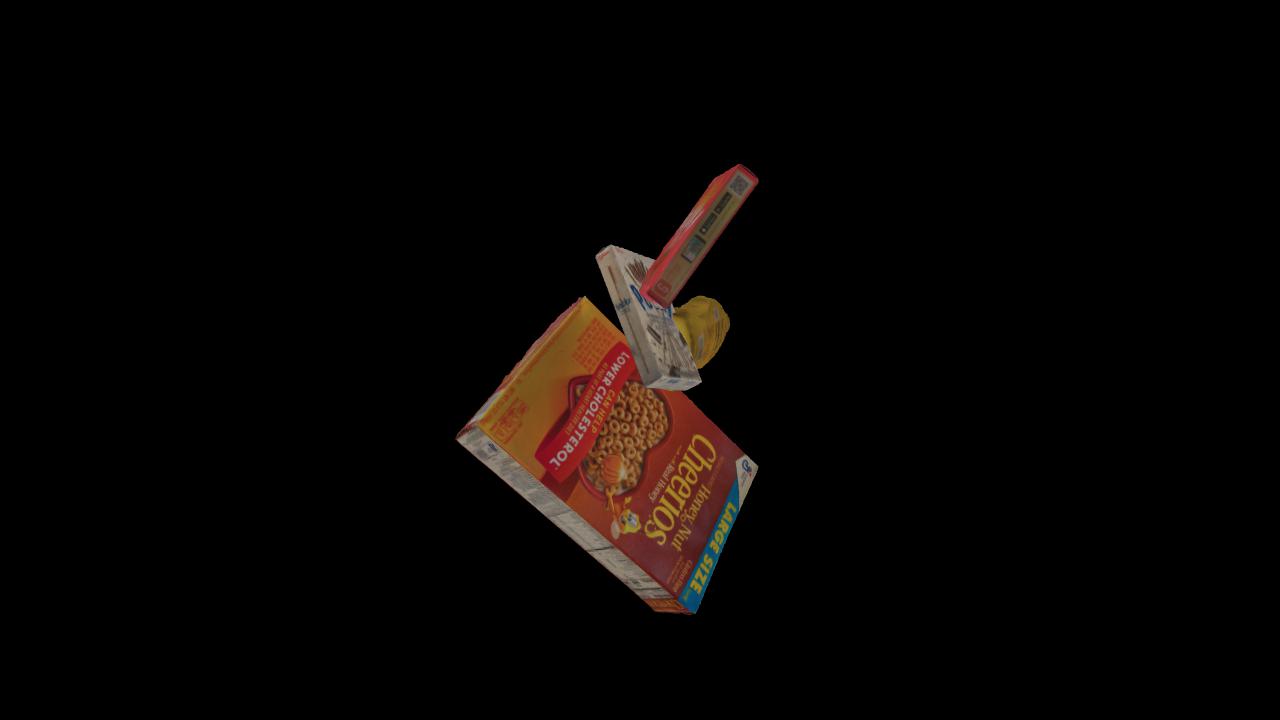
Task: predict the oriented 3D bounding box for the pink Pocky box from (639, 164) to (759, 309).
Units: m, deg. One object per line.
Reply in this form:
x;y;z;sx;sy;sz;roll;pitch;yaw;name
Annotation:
0.053;-0.122;0.621;0.029;0.155;0.084;36;1;-12;pink Pocky box

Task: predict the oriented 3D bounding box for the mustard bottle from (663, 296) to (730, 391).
0.069;-0.031;0.748;0.054;0.092;0.184;8;19;25;mustard bottle

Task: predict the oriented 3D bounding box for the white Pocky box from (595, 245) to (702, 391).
0.010;-0.042;0.641;0.028;0.154;0.084;-31;-21;29;white Pocky box

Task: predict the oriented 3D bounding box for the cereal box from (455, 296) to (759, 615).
-0.019;0.105;0.683;0.081;0.306;0.203;-30;20;51;cereal box
